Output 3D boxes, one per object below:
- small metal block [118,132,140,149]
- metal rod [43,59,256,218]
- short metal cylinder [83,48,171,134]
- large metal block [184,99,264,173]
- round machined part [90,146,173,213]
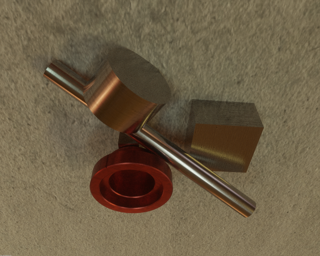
[{"bbox_3d":[-0.038,0.022,0.411,0.025,0.050,0.050,-2,130,1],"label":"small metal block"},{"bbox_3d":[-0.004,0.019,0.376,0.301,0.025,0.025,36,122,-10],"label":"metal rod"},{"bbox_3d":[-0.035,-0.041,0.337,0.080,0.080,0.050,30,124,-24],"label":"short metal cylinder"},{"bbox_3d":[0.078,0.011,0.403,0.081,0.050,0.079,3,130,-4],"label":"large metal block"},{"bbox_3d":[-0.034,0.060,0.384,0.099,0.042,0.097,-1,132,0],"label":"round machined part"}]
